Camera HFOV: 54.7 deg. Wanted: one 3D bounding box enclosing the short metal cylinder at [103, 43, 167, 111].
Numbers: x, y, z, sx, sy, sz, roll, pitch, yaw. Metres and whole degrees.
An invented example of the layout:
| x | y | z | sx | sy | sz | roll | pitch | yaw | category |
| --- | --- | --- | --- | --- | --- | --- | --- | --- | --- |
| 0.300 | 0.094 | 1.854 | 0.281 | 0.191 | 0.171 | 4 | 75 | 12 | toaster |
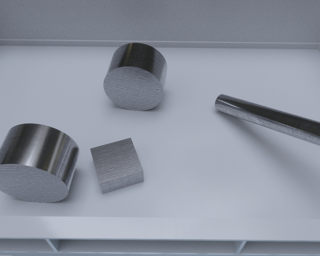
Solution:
| x | y | z | sx | sy | sz | roll | pitch | yaw | category |
| --- | --- | --- | --- | --- | --- | --- | --- | --- | --- |
| -0.032 | -0.069 | 0.427 | 0.080 | 0.080 | 0.050 | 5 | 50 | 4 | short metal cylinder |

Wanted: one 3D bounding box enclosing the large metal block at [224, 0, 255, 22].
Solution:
| x | y | z | sx | sy | sz | roll | pitch | yaw | category |
| --- | --- | --- | --- | --- | --- | --- | --- | --- | --- |
| 0.158 | -0.264 | 0.596 | 0.050 | 0.080 | 0.080 | 10 | 51 | 8 | large metal block |

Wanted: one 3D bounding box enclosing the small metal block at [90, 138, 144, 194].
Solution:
| x | y | z | sx | sy | sz | roll | pitch | yaw | category |
| --- | --- | --- | --- | --- | --- | --- | --- | --- | --- |
| -0.051 | 0.044 | 0.367 | 0.050 | 0.025 | 0.050 | -15 | 52 | -13 | small metal block |

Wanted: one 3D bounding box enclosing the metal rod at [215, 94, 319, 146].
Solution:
| x | y | z | sx | sy | sz | roll | pitch | yaw | category |
| --- | --- | --- | --- | --- | --- | --- | --- | --- | --- |
| 0.177 | 0.009 | 0.327 | 0.025 | 0.025 | 0.300 | -33 | 35 | -25 | metal rod |

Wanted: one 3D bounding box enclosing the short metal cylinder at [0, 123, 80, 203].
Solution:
| x | y | z | sx | sy | sz | roll | pitch | yaw | category |
| --- | --- | --- | --- | --- | --- | --- | --- | --- | --- |
| -0.133 | 0.040 | 0.334 | 0.080 | 0.080 | 0.050 | 3 | 50 | 2 | short metal cylinder |
